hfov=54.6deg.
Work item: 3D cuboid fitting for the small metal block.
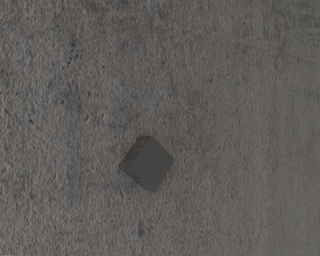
[{"bbox_3d":[-0.016,0.044,0.391,0.050,0.025,0.050,48,62,-30],"label":"small metal block"}]
